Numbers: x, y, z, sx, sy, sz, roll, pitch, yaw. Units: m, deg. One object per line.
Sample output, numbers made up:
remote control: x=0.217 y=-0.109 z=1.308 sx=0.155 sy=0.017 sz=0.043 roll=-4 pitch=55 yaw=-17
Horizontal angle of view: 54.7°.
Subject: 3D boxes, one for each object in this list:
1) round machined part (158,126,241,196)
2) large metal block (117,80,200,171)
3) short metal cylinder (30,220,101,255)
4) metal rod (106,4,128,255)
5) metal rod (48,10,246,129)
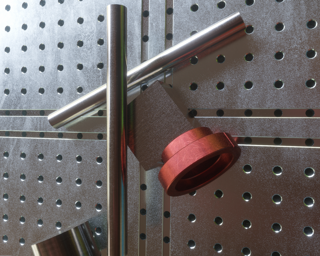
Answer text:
round machined part: x=0.041 y=0.035 z=0.361 sx=0.098 sy=0.098 sz=0.042 roll=-39 pitch=61 yaw=15
large metal block: x=-0.002 y=-0.003 z=0.399 sx=0.080 sy=0.050 sz=0.080 roll=-39 pitch=78 yaw=15
short metal cylinder: x=-0.129 y=0.168 z=0.427 sx=0.080 sy=0.080 sz=0.050 roll=-25 pitch=82 yaw=18
metal rod: x=-0.052 y=0.003 z=0.376 sx=0.025 sy=0.025 sz=0.298 roll=0 pitch=90 yaw=19
metal rod: x=-0.030 y=-0.071 z=0.422 sx=0.300 sy=0.025 sz=0.025 roll=-25 pitch=82 yaw=17
